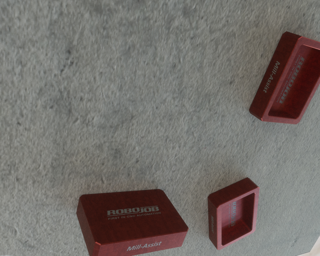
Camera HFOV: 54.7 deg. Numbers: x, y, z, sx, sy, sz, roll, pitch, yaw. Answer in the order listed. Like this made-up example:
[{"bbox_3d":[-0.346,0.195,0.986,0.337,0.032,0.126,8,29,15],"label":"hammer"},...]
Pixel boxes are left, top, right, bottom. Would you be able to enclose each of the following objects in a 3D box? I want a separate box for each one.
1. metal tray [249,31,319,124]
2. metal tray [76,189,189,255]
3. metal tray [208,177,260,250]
[{"bbox_3d":[0.201,-0.071,0.471,0.091,0.030,0.129,4,117,-31],"label":"metal tray"},{"bbox_3d":[-0.038,0.127,0.423,0.131,0.090,0.030,2,117,-30],"label":"metal tray"},{"bbox_3d":[0.137,0.163,0.582,0.091,0.030,0.129,-20,126,-17],"label":"metal tray"}]
